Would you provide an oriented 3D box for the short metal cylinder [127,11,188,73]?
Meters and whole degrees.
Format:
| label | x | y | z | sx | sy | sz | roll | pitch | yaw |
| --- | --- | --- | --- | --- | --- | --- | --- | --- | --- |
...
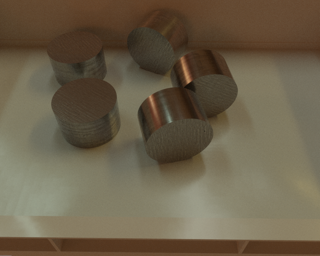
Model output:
| label | x | y | z | sx | sy | sz | roll | pitch | yaw |
| --- | --- | --- | --- | --- | --- | --- | --- | --- | --- |
| short metal cylinder | -0.003 | -0.132 | 0.480 | 0.080 | 0.080 | 0.050 | 21 | 53 | 16 |

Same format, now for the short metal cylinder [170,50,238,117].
| label | x | y | z | sx | sy | sz | roll | pitch | yaw |
| --- | --- | --- | --- | --- | --- | --- | --- | --- | --- |
| short metal cylinder | 0.058 | -0.058 | 0.418 | 0.081 | 0.080 | 0.050 | -7 | 51 | -6 |

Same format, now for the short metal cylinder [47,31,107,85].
| label | x | y | z | sx | sy | sz | roll | pitch | yaw |
| --- | --- | --- | --- | --- | --- | --- | --- | --- | --- |
| short metal cylinder | -0.125 | -0.104 | 0.476 | 0.080 | 0.050 | 0.080 | 0 | 50 | 0 |

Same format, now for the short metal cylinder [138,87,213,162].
| label | x | y | z | sx | sy | sz | roll | pitch | yaw |
| --- | --- | --- | --- | --- | --- | --- | --- | --- | --- |
| short metal cylinder | 0.017 | -0.002 | 0.371 | 0.081 | 0.080 | 0.050 | -10 | 51 | -8 |

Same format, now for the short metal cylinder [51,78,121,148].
| label | x | y | z | sx | sy | sz | roll | pitch | yaw |
| --- | --- | --- | --- | --- | --- | --- | --- | --- | --- |
| short metal cylinder | -0.094 | -0.020 | 0.405 | 0.080 | 0.050 | 0.080 | 0 | 50 | 0 |
